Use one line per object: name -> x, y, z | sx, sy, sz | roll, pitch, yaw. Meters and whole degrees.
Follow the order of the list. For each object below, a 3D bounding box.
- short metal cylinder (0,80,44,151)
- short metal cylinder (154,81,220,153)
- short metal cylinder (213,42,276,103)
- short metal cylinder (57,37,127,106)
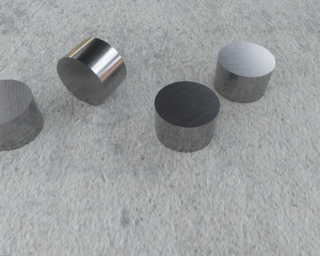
short metal cylinder -> -0.199, -0.017, 0.399 | 0.081, 0.050, 0.080 | 0, 50, 0
short metal cylinder -> 0.033, -0.015, 0.400 | 0.081, 0.050, 0.080 | 0, 50, 0
short metal cylinder -> 0.123, -0.083, 0.458 | 0.081, 0.050, 0.080 | 0, 50, 0
short metal cylinder -> -0.094, -0.078, 0.432 | 0.080, 0.080, 0.050 | 23, 54, 17
